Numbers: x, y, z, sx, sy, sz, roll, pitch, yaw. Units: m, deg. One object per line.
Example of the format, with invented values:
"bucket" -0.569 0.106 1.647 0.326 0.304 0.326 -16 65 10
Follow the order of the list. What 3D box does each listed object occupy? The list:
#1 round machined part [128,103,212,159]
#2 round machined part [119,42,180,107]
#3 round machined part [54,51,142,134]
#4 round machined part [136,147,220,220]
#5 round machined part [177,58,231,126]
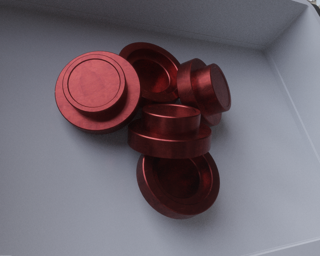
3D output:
"round machined part" 0.012 -0.002 0.363 0.099 0.098 0.042 -7 110 -31
"round machined part" -0.017 -0.065 0.422 0.099 0.042 0.098 14 56 -21
"round machined part" -0.071 -0.044 0.353 0.099 0.042 0.098 0 76 0
"round machined part" 0.018 0.059 0.366 0.099 0.042 0.098 14 56 -21
"round machined part" 0.066 -0.051 0.430 0.098 0.042 0.098 33 49 -48
